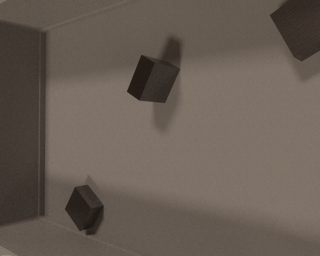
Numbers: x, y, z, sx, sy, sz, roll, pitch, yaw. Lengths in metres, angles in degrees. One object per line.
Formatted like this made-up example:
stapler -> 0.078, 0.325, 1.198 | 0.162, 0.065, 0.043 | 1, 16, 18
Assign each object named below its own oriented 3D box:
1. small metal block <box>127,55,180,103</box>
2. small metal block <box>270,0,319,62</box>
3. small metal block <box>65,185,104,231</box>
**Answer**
small metal block -> -0.008, -0.061, 0.395 | 0.025, 0.050, 0.050 | 37, 113, 33
small metal block -> 0.141, -0.099, 0.290 | 0.050, 0.025, 0.050 | -33, 70, 34
small metal block -> -0.125, 0.130, 0.507 | 0.050, 0.025, 0.050 | 42, 115, 31
